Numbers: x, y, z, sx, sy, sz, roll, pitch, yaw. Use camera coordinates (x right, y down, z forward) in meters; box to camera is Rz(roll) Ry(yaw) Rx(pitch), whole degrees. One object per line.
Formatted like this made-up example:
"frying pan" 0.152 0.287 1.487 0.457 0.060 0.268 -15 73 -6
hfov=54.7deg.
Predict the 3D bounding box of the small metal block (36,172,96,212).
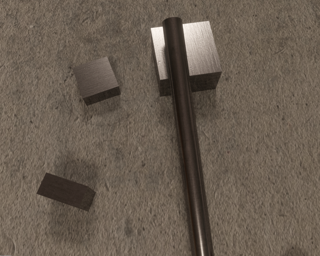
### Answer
"small metal block" -0.108 0.077 0.365 0.050 0.050 0.025 17 71 6

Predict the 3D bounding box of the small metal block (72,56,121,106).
"small metal block" -0.088 -0.065 0.431 0.050 0.025 0.050 -20 72 -8

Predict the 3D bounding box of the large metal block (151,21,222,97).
"large metal block" 0.034 -0.095 0.430 0.081 0.050 0.080 -8 70 -4

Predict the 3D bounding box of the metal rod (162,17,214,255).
"metal rod" 0.033 0.014 0.369 0.025 0.025 0.298 -7 83 -3
